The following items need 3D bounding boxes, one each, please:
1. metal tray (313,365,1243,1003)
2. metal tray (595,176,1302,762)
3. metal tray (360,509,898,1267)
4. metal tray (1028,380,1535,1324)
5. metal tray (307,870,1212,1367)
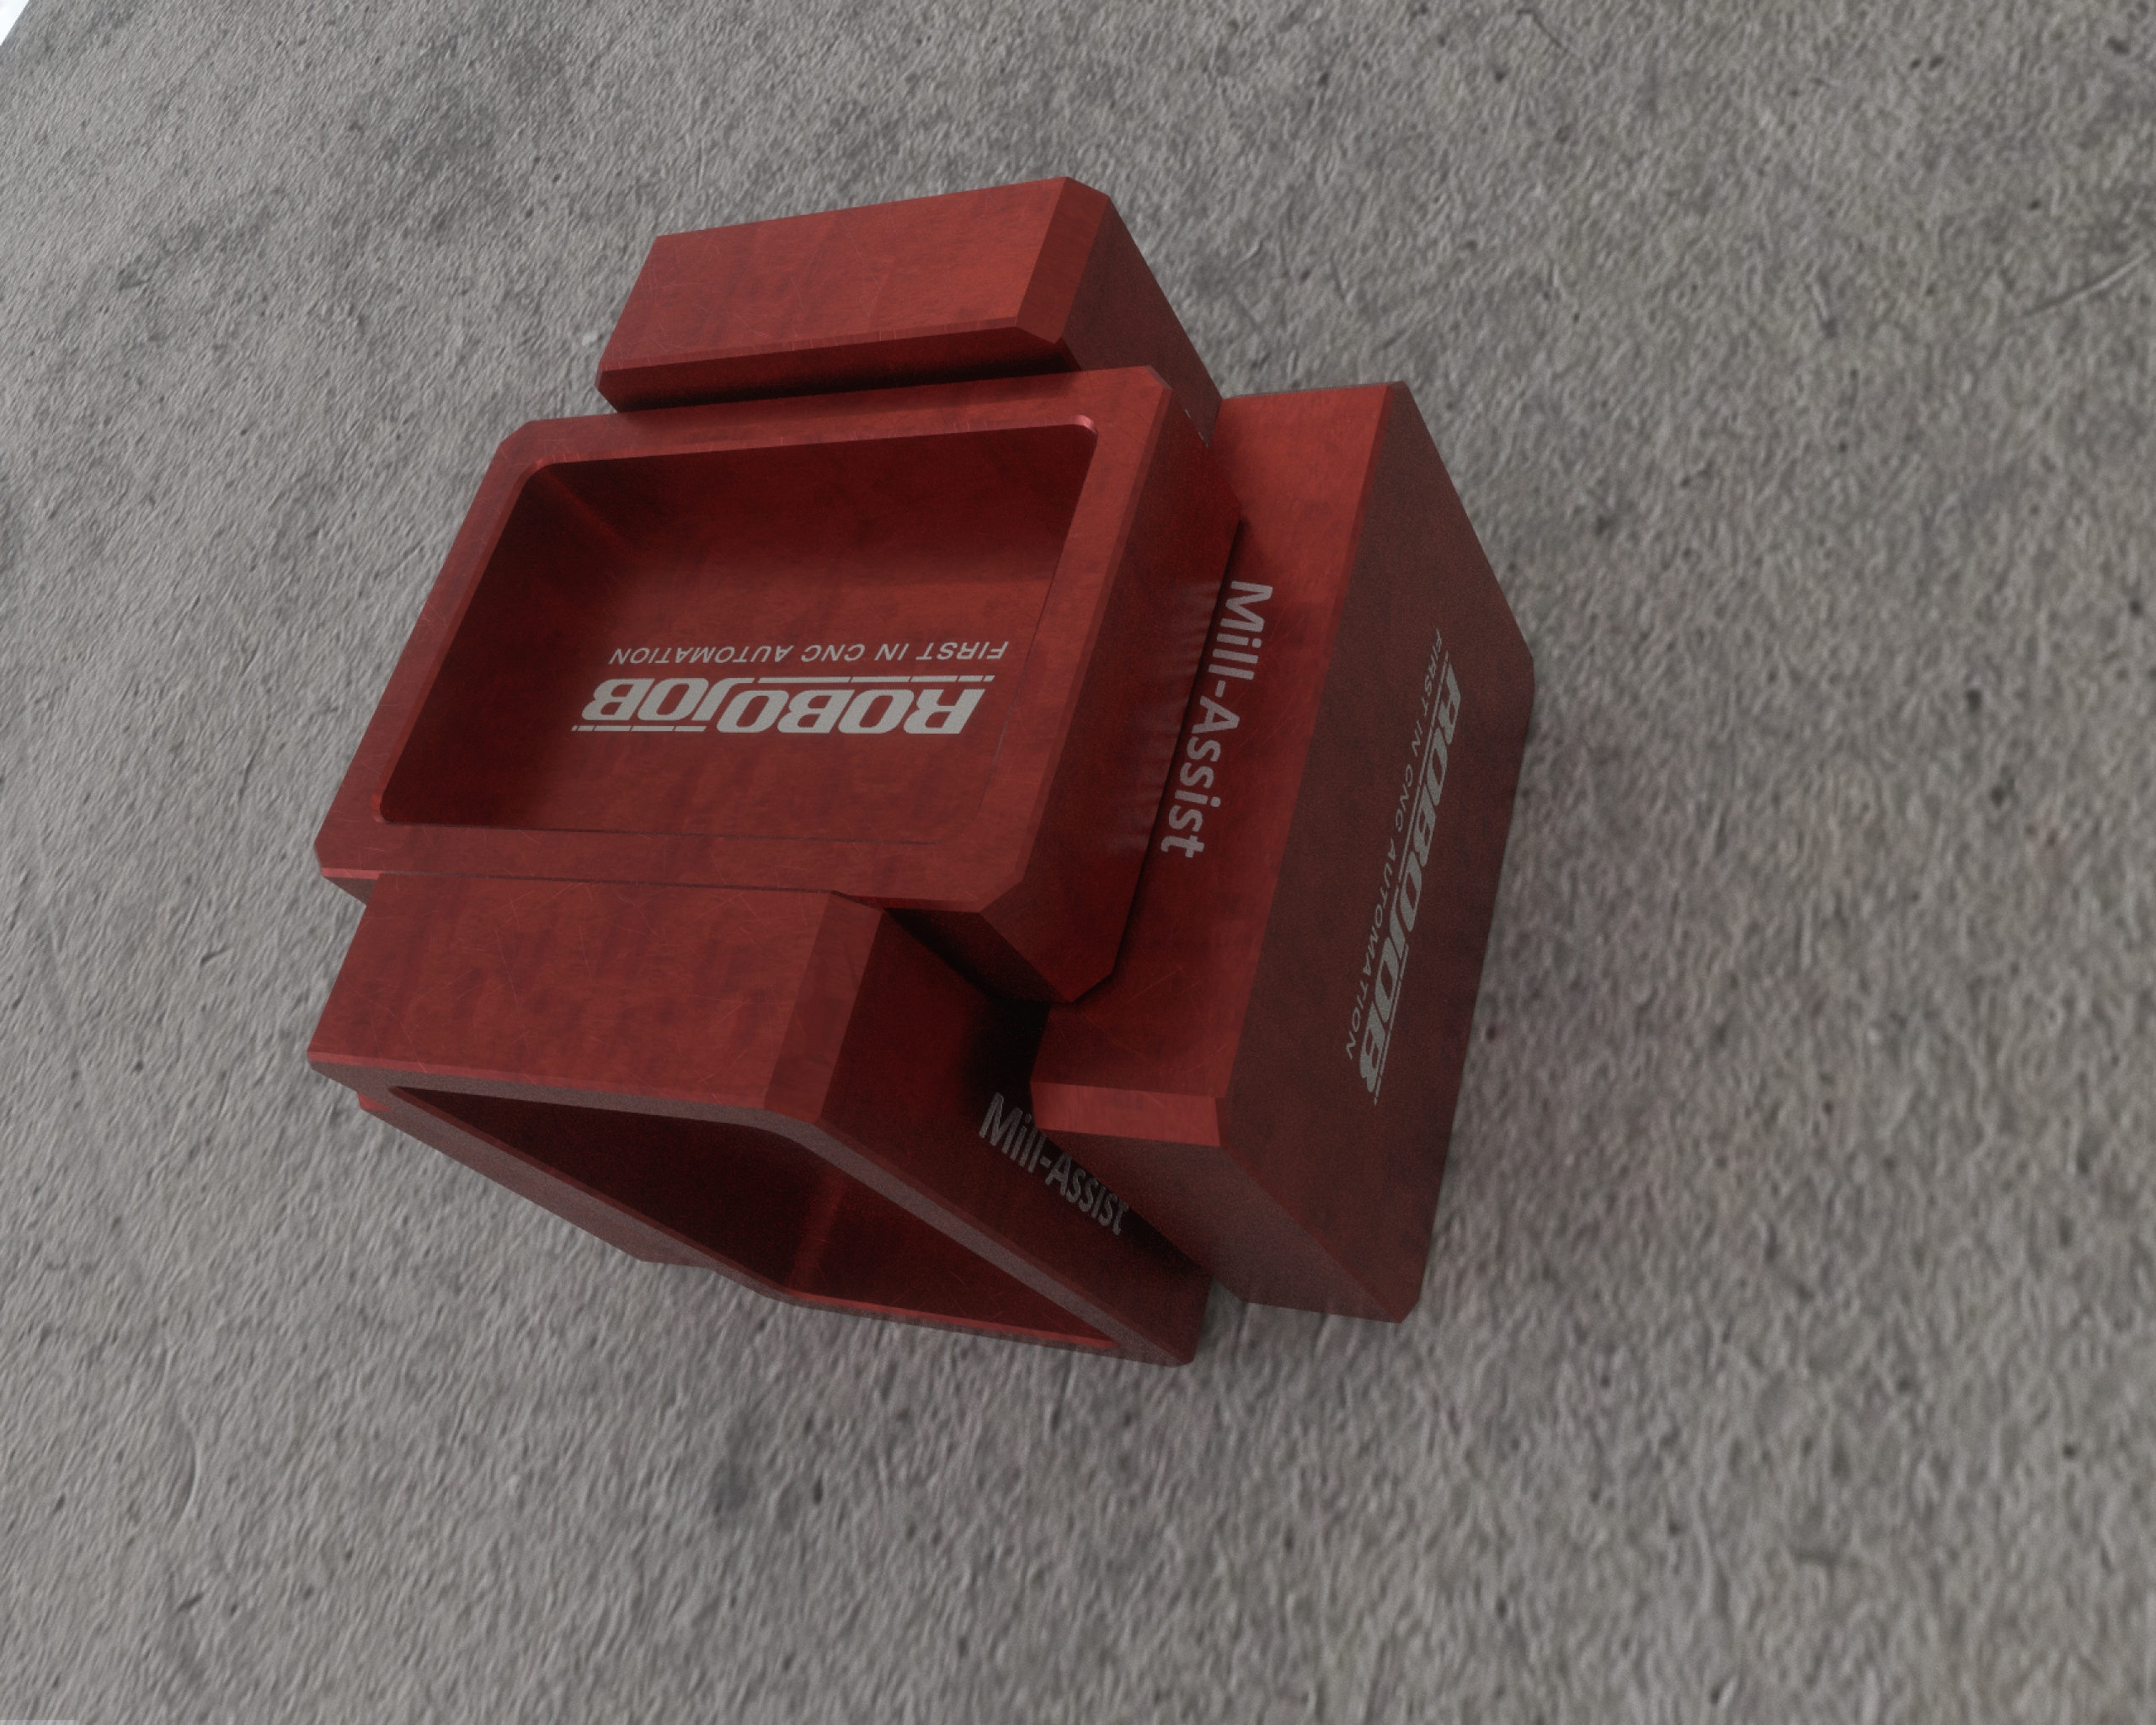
[{"bbox_3d":[-0.048,-0.029,0.326,0.130,0.030,0.090,2,63,29],"label":"metal tray"},{"bbox_3d":[-0.013,-0.063,0.382,0.090,0.130,0.030,2,62,29],"label":"metal tray"},{"bbox_3d":[-0.076,0.003,0.400,0.030,0.090,0.130,-1,61,28],"label":"metal tray"},{"bbox_3d":[0.040,-0.001,0.341,0.030,0.090,0.130,2,62,29],"label":"metal tray"},{"bbox_3d":[-0.042,0.044,0.331,0.090,0.130,0.030,2,65,29],"label":"metal tray"}]
